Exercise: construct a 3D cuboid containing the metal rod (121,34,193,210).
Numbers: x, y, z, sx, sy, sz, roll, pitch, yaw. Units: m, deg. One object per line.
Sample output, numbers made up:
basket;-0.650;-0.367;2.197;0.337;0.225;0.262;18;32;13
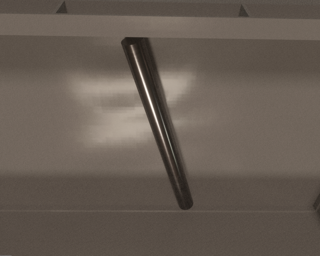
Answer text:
metal rod;0.007;0.016;0.422;0.025;0.025;0.299;-11;130;9
